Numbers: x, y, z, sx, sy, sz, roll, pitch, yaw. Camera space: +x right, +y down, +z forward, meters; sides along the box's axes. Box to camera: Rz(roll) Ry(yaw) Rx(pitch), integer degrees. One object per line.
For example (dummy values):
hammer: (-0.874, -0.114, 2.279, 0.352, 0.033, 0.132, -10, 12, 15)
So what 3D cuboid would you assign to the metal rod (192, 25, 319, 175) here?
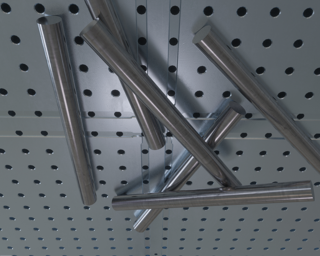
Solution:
metal rod: (0.148, -0.017, 0.397, 0.025, 0.025, 0.301, -37, 122, 27)

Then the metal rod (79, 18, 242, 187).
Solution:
metal rod: (0.021, -0.004, 0.373, 0.025, 0.025, 0.300, -29, 125, 22)

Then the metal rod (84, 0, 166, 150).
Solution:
metal rod: (-0.046, -0.088, 0.336, 0.025, 0.025, 0.299, -13, 129, 10)

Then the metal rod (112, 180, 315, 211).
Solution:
metal rod: (0.055, 0.100, 0.444, 0.300, 0.025, 0.025, -11, 131, 30)

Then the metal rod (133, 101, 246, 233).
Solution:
metal rod: (0.030, 0.076, 0.476, 0.025, 0.025, 0.298, 21, 127, -17)

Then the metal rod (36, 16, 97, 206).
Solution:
metal rod: (-0.115, 0.003, 0.413, 0.025, 0.025, 0.298, 0, 130, 0)
